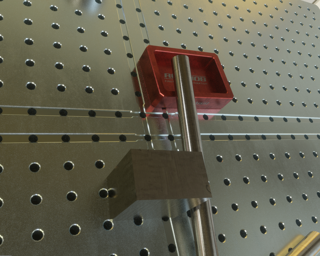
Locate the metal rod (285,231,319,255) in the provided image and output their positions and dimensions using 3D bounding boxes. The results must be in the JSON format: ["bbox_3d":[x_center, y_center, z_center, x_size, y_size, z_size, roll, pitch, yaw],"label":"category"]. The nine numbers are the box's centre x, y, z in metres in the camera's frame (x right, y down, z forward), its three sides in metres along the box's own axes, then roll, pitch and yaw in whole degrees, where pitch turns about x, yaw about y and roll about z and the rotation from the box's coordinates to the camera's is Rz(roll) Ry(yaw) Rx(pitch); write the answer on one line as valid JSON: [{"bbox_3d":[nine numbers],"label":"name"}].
[{"bbox_3d":[0.102,0.196,0.343,0.302,0.025,0.025,-19,72,-35],"label":"metal rod"}]

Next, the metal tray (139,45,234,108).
[{"bbox_3d":[0.041,-0.076,0.473,0.131,0.030,0.090,-1,62,-29],"label":"metal tray"}]

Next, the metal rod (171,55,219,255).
[{"bbox_3d":[0.043,0.044,0.380,0.025,0.025,0.299,5,67,-26],"label":"metal rod"}]

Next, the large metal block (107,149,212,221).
[{"bbox_3d":[-0.005,0.063,0.332,0.081,0.080,0.050,5,60,-26],"label":"large metal block"}]
